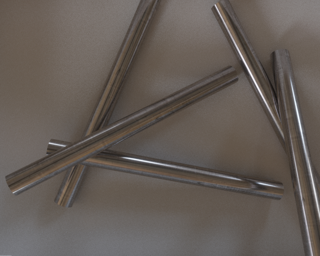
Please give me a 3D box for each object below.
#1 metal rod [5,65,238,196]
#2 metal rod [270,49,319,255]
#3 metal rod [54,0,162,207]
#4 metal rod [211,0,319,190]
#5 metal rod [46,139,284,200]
[{"bbox_3d":[-0.033,-0.004,0.376,0.302,0.025,0.025,-28,90,-14],"label":"metal rod"},{"bbox_3d":[0.162,0.039,0.357,0.025,0.025,0.299,0,67,0],"label":"metal rod"},{"bbox_3d":[-0.069,-0.038,0.410,0.025,0.025,0.299,23,90,-1],"label":"metal rod"},{"bbox_3d":[0.148,-0.032,0.413,0.025,0.025,0.299,-28,90,0],"label":"metal rod"},{"bbox_3d":[0.012,0.055,0.397,0.302,0.025,0.025,11,90,-7],"label":"metal rod"}]
